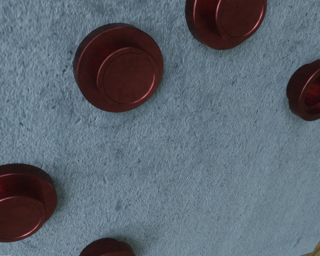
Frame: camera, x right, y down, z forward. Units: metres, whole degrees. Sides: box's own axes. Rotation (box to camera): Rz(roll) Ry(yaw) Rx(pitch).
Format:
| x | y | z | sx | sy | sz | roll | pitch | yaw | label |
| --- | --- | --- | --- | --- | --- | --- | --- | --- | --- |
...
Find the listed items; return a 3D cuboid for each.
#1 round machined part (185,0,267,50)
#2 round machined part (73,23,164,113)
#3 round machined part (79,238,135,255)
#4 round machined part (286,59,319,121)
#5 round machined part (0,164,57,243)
| x | y | z | sx | sy | sz | roll | pitch | yaw | label |
| --- | --- | --- | --- | --- | --- | --- | --- | --- | --- |
| 0.082 | -0.137 | 0.356 | 0.099 | 0.042 | 0.097 | -14 | 124 | -21 | round machined part |
| -0.040 | -0.060 | 0.337 | 0.099 | 0.042 | 0.097 | -14 | 124 | -21 | round machined part |
| -0.087 | 0.210 | 0.478 | 0.099 | 0.042 | 0.097 | -14 | 124 | -21 | round machined part |
| 0.241 | -0.063 | 0.488 | 0.099 | 0.042 | 0.097 | -14 | 124 | -21 | round machined part |
| -0.171 | 0.093 | 0.360 | 0.099 | 0.042 | 0.097 | -14 | 124 | -21 | round machined part |
